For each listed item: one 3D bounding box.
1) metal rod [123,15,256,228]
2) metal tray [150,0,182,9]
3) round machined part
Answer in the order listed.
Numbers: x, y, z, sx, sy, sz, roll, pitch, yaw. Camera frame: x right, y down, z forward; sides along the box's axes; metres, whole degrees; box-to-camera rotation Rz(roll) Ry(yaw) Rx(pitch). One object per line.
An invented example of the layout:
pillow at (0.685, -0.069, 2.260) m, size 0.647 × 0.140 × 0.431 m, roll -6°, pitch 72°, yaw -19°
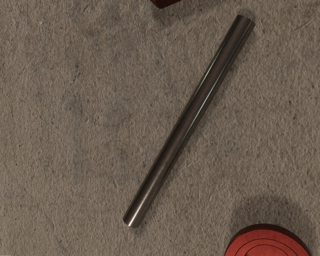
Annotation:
metal rod at (0.032, -0.001, 0.397) m, size 0.025 × 0.025 × 0.299 m, roll 32°, pitch 100°, yaw 17°
metal tray at (0.040, -0.220, 0.391) m, size 0.130 × 0.030 × 0.090 m, roll -17°, pitch 85°, yaw 18°
round machined part at (0.124, 0.158, 0.356) m, size 0.098 × 0.042 × 0.097 m, roll 0°, pitch 90°, yaw 19°
